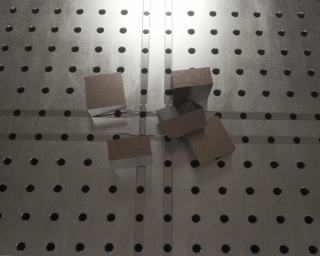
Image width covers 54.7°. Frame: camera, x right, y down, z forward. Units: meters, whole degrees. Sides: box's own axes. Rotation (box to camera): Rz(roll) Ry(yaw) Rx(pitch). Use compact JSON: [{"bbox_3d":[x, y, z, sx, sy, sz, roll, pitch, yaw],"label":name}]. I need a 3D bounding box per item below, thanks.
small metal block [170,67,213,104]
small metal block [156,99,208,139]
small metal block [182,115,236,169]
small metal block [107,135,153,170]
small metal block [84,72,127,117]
[{"bbox_3d":[0.041,-0.056,0.420,0.050,0.050,0.025,-7,71,-3],"label":"small metal block"},{"bbox_3d":[0.027,-0.013,0.401,0.050,0.050,0.025,-19,111,-7],"label":"small metal block"},{"bbox_3d":[0.063,0.019,0.406,0.050,0.025,0.050,-23,72,-9],"label":"small metal block"},{"bbox_3d":[-0.036,0.031,0.387,0.050,0.050,0.025,-8,71,-3],"label":"small metal block"},{"bbox_3d":[-0.075,-0.046,0.428,0.050,0.025,0.050,-9,70,-4],"label":"small metal block"}]
